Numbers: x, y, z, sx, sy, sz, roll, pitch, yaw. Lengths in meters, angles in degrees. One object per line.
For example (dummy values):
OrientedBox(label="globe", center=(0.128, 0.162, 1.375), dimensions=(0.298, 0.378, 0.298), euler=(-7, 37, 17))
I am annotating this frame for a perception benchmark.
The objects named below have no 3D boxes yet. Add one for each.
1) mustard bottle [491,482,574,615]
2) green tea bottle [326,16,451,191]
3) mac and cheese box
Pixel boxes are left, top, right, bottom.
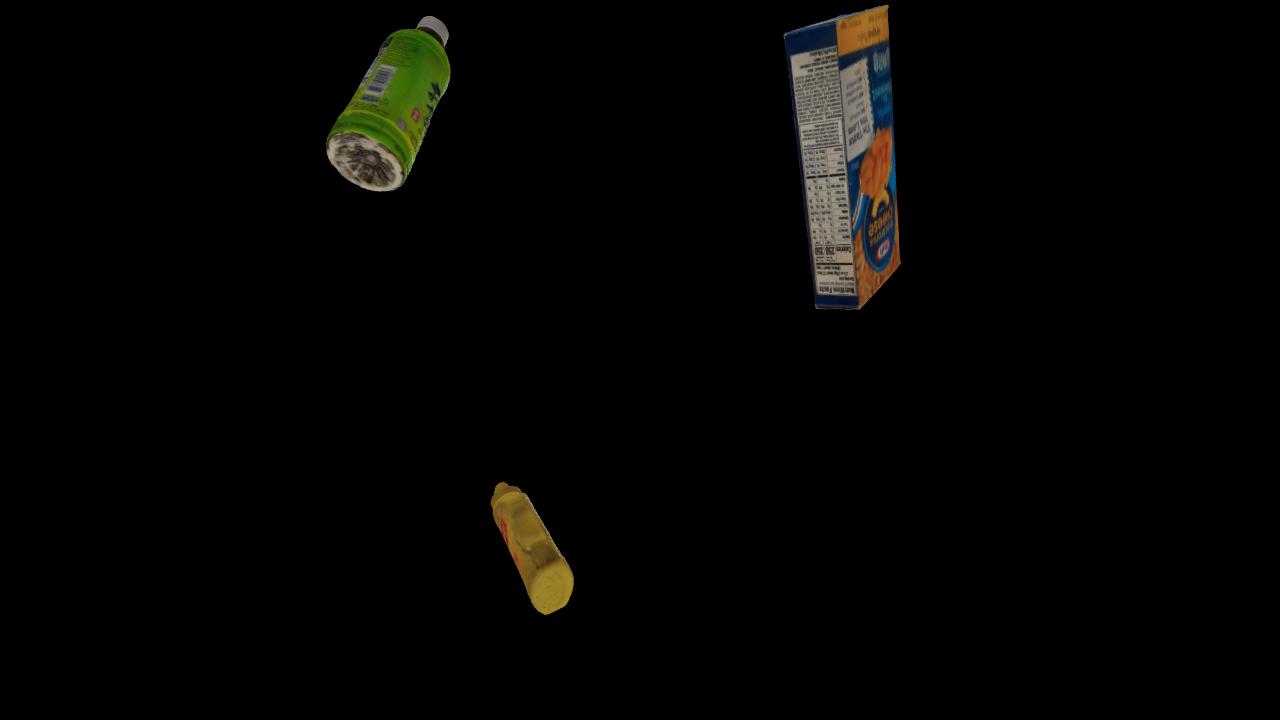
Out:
OrientedBox(label="mustard bottle", center=(-0.143, 0.216, 0.763), dimensions=(0.054, 0.092, 0.184), euler=(-23, 41, -20))
OrientedBox(label="green tea bottle", center=(-0.228, -0.258, 0.589), dimensions=(0.073, 0.212, 0.073), euler=(6, -30, 4))
OrientedBox(label="mac and cheese box", center=(0.147, -0.138, 0.430), dimensions=(0.041, 0.184, 0.093), euler=(6, 33, 38))
